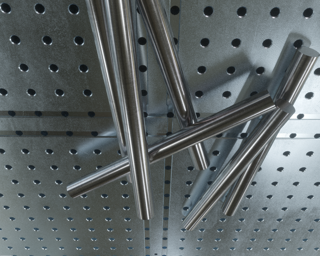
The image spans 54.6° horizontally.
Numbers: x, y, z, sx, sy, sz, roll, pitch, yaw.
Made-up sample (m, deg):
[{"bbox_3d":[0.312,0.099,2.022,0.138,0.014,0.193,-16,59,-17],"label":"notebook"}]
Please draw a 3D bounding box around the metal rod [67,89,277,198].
[{"bbox_3d":[0.000,0.029,0.401,0.300,0.025,0.025,-26,126,20],"label":"metal rod"}]

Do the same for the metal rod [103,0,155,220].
[{"bbox_3d":[-0.030,-0.011,0.350,0.025,0.025,0.298,-3,121,3],"label":"metal rod"}]

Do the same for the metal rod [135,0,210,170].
[{"bbox_3d":[0.017,-0.056,0.363,0.025,0.025,0.299,-13,129,11],"label":"metal rod"}]

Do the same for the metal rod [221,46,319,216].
[{"bbox_3d":[0.140,0.028,0.436,0.025,0.025,0.298,7,130,-6],"label":"metal rod"}]

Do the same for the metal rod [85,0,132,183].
[{"bbox_3d":[-0.051,-0.038,0.378,0.025,0.025,0.298,-4,130,3],"label":"metal rod"}]

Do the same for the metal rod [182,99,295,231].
[{"bbox_3d":[0.099,0.074,0.459,0.025,0.025,0.298,14,134,-12],"label":"metal rod"}]
